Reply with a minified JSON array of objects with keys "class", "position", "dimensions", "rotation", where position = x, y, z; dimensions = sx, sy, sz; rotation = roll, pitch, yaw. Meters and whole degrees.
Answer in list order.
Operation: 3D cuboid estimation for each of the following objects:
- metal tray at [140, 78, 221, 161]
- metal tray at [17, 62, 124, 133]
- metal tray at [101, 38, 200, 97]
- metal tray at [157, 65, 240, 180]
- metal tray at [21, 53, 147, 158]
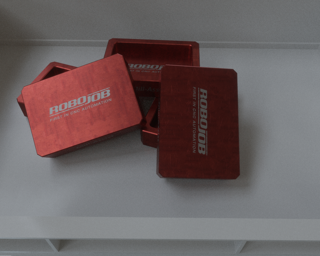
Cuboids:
[{"class":"metal tray","position":[0.038,-0.024,0.420],"dimensions":[0.090,0.030,0.130],"rotation":[15,51,12]},{"class":"metal tray","position":[-0.115,-0.042,0.432],"dimensions":[0.131,0.030,0.090],"rotation":[15,52,12]},{"class":"metal tray","position":[-0.011,-0.085,0.431],"dimensions":[0.131,0.030,0.090],"rotation":[3,50,2]},{"class":"metal tray","position":[0.044,-0.006,0.363],"dimensions":[0.091,0.030,0.129],"rotation":[3,78,-6]},{"class":"metal tray","position":[-0.092,-0.025,0.376],"dimensions":[0.131,0.030,0.090],"rotation":[-19,81,4]}]
